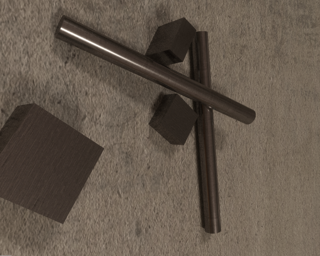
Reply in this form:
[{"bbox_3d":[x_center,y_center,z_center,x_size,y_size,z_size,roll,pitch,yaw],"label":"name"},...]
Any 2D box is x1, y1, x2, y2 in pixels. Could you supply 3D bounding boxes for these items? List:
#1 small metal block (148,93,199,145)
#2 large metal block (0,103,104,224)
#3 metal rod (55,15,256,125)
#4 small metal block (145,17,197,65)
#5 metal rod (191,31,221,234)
[{"bbox_3d":[0.019,-0.011,0.423,0.050,0.025,0.050,42,64,-32],"label":"small metal block"},{"bbox_3d":[-0.114,0.033,0.294,0.080,0.050,0.080,39,66,-33],"label":"large metal block"},{"bbox_3d":[0.017,-0.061,0.398,0.302,0.025,0.025,20,77,-32],"label":"metal rod"},{"bbox_3d":[0.013,-0.110,0.401,0.025,0.050,0.050,36,68,-35],"label":"small metal block"},{"bbox_3d":[0.069,0.009,0.465,0.025,0.025,0.298,-8,95,-40],"label":"metal rod"}]
